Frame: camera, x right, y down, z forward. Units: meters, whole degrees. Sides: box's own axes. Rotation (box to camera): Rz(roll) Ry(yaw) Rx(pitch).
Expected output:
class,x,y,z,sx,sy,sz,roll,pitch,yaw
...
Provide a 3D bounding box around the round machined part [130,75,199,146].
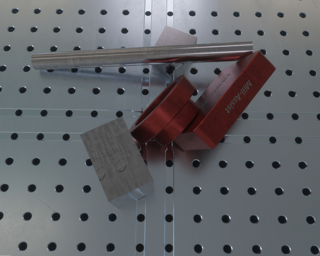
class,x,y,z,sx,sy,sz,roll,pitch,yaw
round machined part,0.010,-0.016,0.383,0.042,0.098,0.098,43,74,-9

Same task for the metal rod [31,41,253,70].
class,x,y,z,sx,sy,sz,roll,pitch,yaw
metal rod,-0.029,-0.099,0.426,0.302,0.025,0.025,-1,70,7

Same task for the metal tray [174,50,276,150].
class,x,y,z,sx,sy,sz,roll,pitch,yaw
metal tray,0.074,-0.031,0.386,0.030,0.090,0.130,43,74,-10

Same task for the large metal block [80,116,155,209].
class,x,y,z,sx,sy,sz,roll,pitch,yaw
large metal block,-0.047,0.044,0.366,0.050,0.080,0.080,-25,72,-9

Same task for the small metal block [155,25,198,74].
class,x,y,z,sx,sy,sz,roll,pitch,yaw
small metal block,0.021,-0.115,0.454,0.050,0.025,0.050,23,72,8
